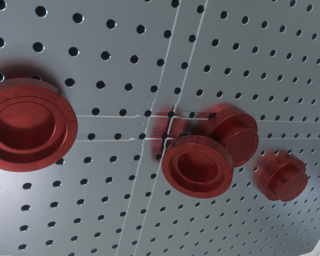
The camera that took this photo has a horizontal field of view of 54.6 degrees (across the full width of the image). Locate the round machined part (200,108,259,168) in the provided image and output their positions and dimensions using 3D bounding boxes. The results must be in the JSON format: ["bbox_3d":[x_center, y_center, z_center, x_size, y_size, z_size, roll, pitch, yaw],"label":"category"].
[{"bbox_3d":[0.110,0.022,0.473,0.099,0.042,0.097,-14,124,-21],"label":"round machined part"}]

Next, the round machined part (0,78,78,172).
[{"bbox_3d":[-0.139,-0.006,0.320,0.099,0.042,0.097,-14,124,-21],"label":"round machined part"}]

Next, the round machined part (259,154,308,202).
[{"bbox_3d":[0.242,0.102,0.595,0.099,0.042,0.097,-14,124,-21],"label":"round machined part"}]

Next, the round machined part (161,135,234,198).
[{"bbox_3d":[0.055,0.050,0.438,0.098,0.042,0.097,10,125,15],"label":"round machined part"}]
